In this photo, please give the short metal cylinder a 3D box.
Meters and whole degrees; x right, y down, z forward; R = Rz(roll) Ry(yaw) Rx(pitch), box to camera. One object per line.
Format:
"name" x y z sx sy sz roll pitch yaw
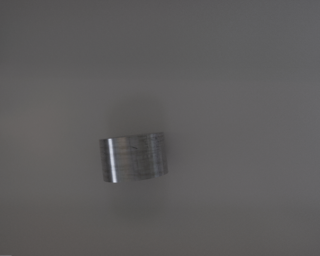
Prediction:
"short metal cylinder" -0.032 0.034 0.384 0.080 0.080 0.050 -7 90 0
